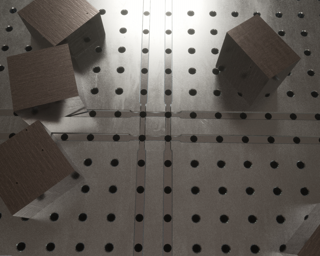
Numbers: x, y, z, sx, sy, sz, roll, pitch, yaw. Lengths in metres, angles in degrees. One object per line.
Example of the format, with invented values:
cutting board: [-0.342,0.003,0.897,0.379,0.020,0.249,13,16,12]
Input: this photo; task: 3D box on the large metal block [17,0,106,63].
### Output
large metal block: [-0.141,-0.152,0.452,0.080,0.050,0.080,42,75,13]

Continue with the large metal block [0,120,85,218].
large metal block: [-0.154,0.051,0.378,0.080,0.050,0.080,-37,74,-13]

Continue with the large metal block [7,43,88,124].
large metal block: [-0.151,-0.058,0.418,0.081,0.050,0.080,-14,71,-6]

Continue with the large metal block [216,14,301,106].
large metal block: [0.126,-0.088,0.416,0.050,0.080,0.080,-33,74,-11]

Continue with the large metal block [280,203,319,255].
large metal block: [0.201,0.140,0.350,0.080,0.050,0.080,42,75,13]
